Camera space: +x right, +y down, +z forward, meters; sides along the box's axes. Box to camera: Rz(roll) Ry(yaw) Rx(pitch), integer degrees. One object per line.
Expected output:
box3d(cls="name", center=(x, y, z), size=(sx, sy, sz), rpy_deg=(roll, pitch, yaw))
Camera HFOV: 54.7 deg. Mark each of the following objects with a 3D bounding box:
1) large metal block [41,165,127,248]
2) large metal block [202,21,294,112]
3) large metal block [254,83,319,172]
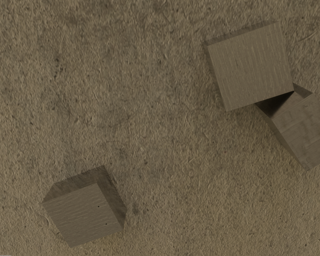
box3d(cls="large metal block", center=(-0.103, 0.110, 0.436), size=(0.080, 0.050, 0.080), rpy_deg=(-21, 109, 7))
box3d(cls="large metal block", center=(0.103, -0.075, 0.370), size=(0.080, 0.050, 0.080), rpy_deg=(-18, 109, 6))
box3d(cls="large metal block", center=(0.165, -0.007, 0.379), size=(0.050, 0.080, 0.080), rpy_deg=(-35, 107, 12))
